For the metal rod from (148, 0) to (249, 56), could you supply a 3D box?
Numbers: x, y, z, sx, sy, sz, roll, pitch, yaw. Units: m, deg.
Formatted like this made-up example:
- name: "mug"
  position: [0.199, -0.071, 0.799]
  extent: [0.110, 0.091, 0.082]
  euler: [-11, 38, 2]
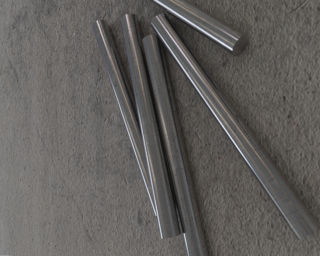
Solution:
- name: "metal rod"
  position: [-0.006, -0.178, 0.409]
  extent: [0.300, 0.025, 0.025]
  euler: [44, 117, 31]

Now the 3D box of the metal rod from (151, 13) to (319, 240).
- name: "metal rod"
  position: [0.069, -0.021, 0.347]
  extent: [0.025, 0.025, 0.299]
  euler: [-45, 63, 31]

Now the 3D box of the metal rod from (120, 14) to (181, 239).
- name: "metal rod"
  position: [-0.015, -0.013, 0.405]
  extent: [0.025, 0.025, 0.299]
  euler: [-22, 72, 38]

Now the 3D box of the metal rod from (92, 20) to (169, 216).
- name: "metal rod"
  position: [-0.044, -0.025, 0.441]
  extent: [0.025, 0.025, 0.299]
  euler: [-32, 70, 35]

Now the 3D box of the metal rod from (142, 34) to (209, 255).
- name: "metal rod"
  position: [0.019, 0.025, 0.389]
  extent: [0.025, 0.025, 0.299]
  euler: [-19, 78, 38]
